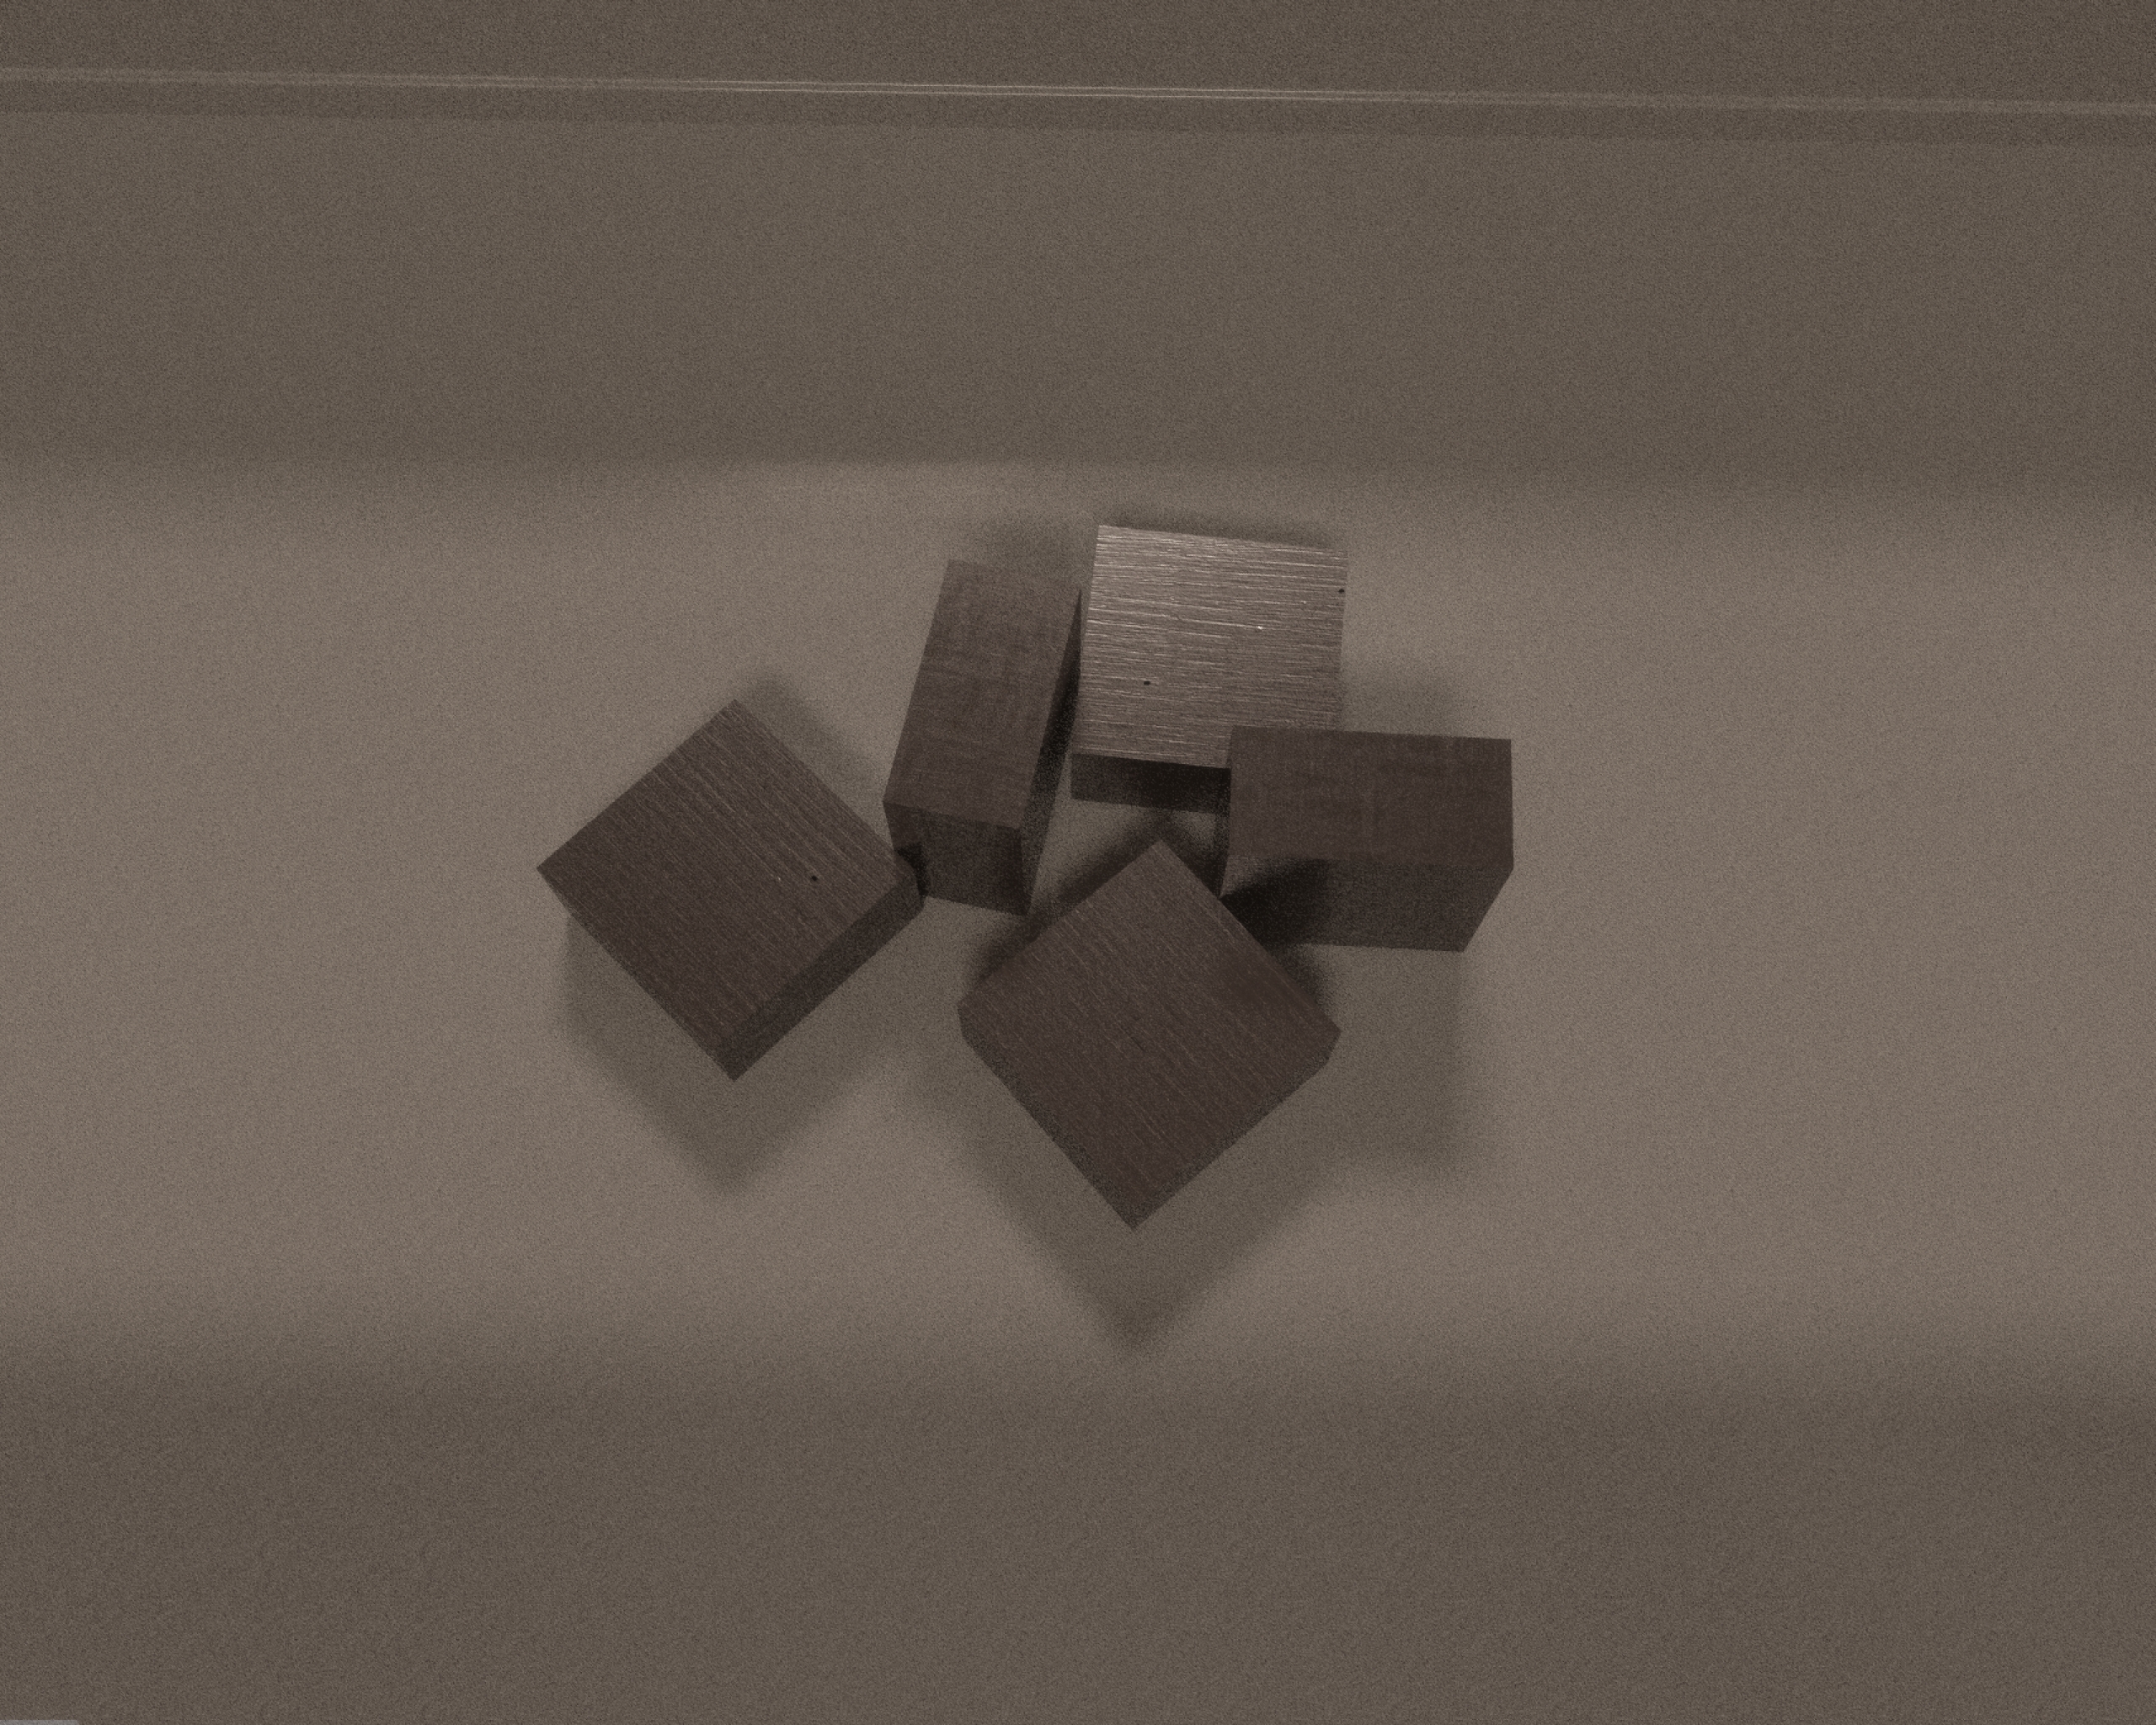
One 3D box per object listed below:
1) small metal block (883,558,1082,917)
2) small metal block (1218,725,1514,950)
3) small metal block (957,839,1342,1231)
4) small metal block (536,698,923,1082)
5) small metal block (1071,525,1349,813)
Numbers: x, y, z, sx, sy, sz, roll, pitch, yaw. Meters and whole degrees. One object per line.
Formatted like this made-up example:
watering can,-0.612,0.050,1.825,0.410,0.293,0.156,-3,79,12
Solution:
small metal block,-0.017,-0.023,0.402,0.025,0.050,0.050,12,71,4
small metal block,0.052,-0.003,0.396,0.050,0.050,0.025,3,70,1
small metal block,0.013,0.033,0.395,0.050,0.025,0.050,-39,75,-13
small metal block,-0.067,0.005,0.405,0.050,0.025,0.050,-43,76,-14
small metal block,0.026,-0.038,0.422,0.050,0.025,0.050,6,70,2
